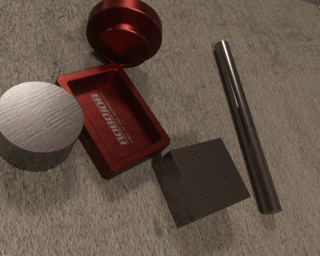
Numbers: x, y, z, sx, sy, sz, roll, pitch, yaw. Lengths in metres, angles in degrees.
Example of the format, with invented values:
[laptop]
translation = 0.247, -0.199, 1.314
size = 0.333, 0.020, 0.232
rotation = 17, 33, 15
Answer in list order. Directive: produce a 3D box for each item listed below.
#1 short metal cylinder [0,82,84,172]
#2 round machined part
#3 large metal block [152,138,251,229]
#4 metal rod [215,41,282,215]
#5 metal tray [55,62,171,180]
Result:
[short metal cylinder]
translation = -0.126, -0.001, 0.321
size = 0.081, 0.050, 0.080
rotation = 14, 56, -21
[round machined part]
translation = -0.047, -0.116, 0.404
size = 0.099, 0.097, 0.042
rotation = 14, 56, -21
[large metal block]
translation = 0.049, 0.065, 0.376
size = 0.081, 0.050, 0.080
rotation = -11, 68, -33
[metal rod]
translation = 0.131, -0.017, 0.487
size = 0.025, 0.025, 0.299
rotation = 5, 59, -26
[metal tray]
translation = -0.058, -0.013, 0.378
size = 0.091, 0.030, 0.130
rotation = -25, 75, -37
